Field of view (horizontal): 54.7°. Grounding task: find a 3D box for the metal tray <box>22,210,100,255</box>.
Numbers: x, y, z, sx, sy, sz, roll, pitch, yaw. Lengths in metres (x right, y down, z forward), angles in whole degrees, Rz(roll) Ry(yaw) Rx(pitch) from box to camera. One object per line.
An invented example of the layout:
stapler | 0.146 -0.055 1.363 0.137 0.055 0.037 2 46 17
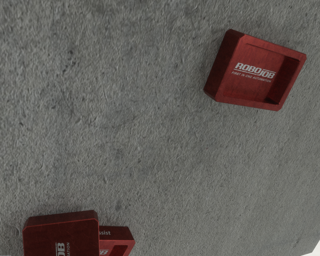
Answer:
metal tray | -0.125 0.179 0.406 0.091 0.030 0.129 -3 98 -16

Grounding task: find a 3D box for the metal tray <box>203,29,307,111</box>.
metal tray | 0.133 -0.075 0.429 0.131 0.030 0.089 5 116 -31

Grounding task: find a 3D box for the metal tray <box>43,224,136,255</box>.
metal tray | -0.113 0.188 0.458 0.131 0.030 0.089 15 110 -35
